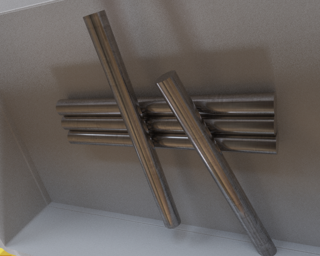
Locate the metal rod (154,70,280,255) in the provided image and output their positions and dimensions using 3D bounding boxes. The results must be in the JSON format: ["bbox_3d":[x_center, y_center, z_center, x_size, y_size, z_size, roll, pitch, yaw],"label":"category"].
[{"bbox_3d":[0.080,0.063,0.377,0.025,0.025,0.299,-17,117,34],"label":"metal rod"}]

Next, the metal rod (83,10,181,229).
[{"bbox_3d":[-0.027,0.007,0.391,0.025,0.025,0.298,-5,116,30],"label":"metal rod"}]

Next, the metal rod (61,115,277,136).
[{"bbox_3d":[-0.008,-0.007,0.406,0.301,0.025,0.025,1,119,27],"label":"metal rod"}]

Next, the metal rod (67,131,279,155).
[{"bbox_3d":[-0.002,0.015,0.416,0.301,0.025,0.025,1,119,27],"label":"metal rod"}]

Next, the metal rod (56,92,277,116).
[{"bbox_3d":[-0.012,-0.028,0.395,0.301,0.025,0.025,1,119,27],"label":"metal rod"}]
